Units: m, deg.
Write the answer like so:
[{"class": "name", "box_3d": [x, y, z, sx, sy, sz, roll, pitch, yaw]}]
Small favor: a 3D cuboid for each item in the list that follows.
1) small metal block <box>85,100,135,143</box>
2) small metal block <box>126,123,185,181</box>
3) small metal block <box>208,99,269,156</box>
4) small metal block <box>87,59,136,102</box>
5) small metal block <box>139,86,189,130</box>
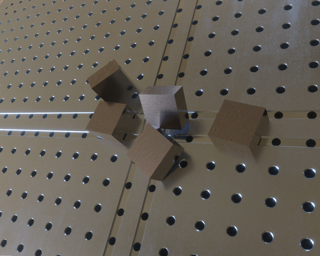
[{"class": "small metal block", "box_3d": [-0.072, -0.010, 0.451, 0.050, 0.025, 0.050, 10, 67, 32]}, {"class": "small metal block", "box_3d": [-0.006, 0.030, 0.384, 0.050, 0.025, 0.050, 40, 99, 38]}, {"class": "small metal block", "box_3d": [0.091, -0.001, 0.361, 0.050, 0.025, 0.050, 17, 70, 34]}, {"class": "small metal block", "box_3d": [-0.072, -0.068, 0.470, 0.050, 0.050, 0.025, -34, 52, 5]}, {"class": "small metal block", "box_3d": [0.006, -0.026, 0.400, 0.050, 0.050, 0.025, 4, 34, 29]}]
